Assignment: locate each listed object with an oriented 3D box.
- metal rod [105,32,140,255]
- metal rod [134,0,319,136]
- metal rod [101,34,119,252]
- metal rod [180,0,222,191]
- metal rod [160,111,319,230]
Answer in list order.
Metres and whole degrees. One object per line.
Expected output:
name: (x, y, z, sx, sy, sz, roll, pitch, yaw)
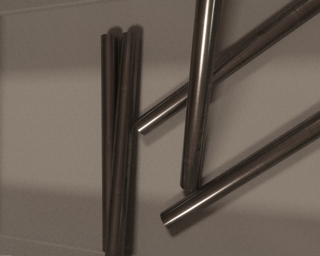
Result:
metal rod: (-0.050, 0.022, 0.415, 0.025, 0.025, 0.298, 3, 86, 19)
metal rod: (0.091, -0.083, 0.377, 0.300, 0.025, 0.025, -35, 79, 16)
metal rod: (-0.069, 0.021, 0.433, 0.025, 0.025, 0.298, -1, 90, 19)
metal rod: (0.044, -0.058, 0.329, 0.025, 0.025, 0.298, 13, 119, 19)
metal rod: (0.125, 0.036, 0.366, 0.300, 0.025, 0.025, -36, 79, 16)
